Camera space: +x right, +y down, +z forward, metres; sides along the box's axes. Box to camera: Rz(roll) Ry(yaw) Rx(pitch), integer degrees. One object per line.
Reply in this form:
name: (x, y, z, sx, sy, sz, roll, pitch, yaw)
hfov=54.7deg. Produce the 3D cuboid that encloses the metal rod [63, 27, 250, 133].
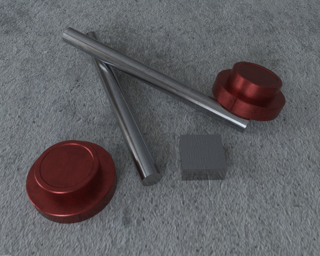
metal rod: (-0.014, -0.074, 0.443, 0.301, 0.025, 0.025, 29, 55, 14)

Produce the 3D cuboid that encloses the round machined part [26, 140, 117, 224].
round machined part: (-0.100, 0.052, 0.348, 0.099, 0.042, 0.098, 0, 50, 0)

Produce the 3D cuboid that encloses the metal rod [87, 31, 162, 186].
metal rod: (-0.063, -0.048, 0.442, 0.025, 0.025, 0.300, -17, 52, -14)

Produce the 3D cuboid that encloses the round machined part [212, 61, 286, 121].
round machined part: (0.125, -0.056, 0.421, 0.099, 0.042, 0.098, 12, 37, -9)

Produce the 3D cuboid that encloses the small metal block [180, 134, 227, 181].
small metal block: (0.050, 0.035, 0.374, 0.050, 0.025, 0.050, -1, 50, -1)
